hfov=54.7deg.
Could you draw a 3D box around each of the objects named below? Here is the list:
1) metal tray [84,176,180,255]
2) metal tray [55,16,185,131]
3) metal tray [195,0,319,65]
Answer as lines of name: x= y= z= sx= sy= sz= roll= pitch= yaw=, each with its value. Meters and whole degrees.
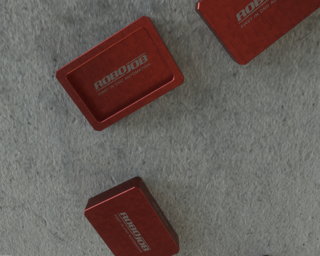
metal tray: x=-0.039 y=0.146 z=0.460 sx=0.090 sy=0.030 sz=0.130 roll=-27 pitch=108 yaw=9
metal tray: x=-0.048 y=-0.065 z=0.382 sx=0.130 sy=0.030 sz=0.090 roll=-29 pitch=108 yaw=10
metal tray: x=0.118 y=-0.147 z=0.355 sx=0.130 sy=0.030 sz=0.090 roll=-38 pitch=106 yaw=12
